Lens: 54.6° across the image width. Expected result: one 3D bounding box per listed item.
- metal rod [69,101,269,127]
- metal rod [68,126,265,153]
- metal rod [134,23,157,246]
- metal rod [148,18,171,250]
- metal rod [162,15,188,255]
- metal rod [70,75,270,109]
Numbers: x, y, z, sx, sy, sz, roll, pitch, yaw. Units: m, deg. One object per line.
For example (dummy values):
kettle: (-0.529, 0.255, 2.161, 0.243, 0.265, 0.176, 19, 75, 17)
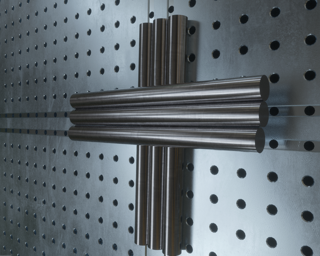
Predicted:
metal rod: (-0.016, -0.015, 0.391, 0.300, 0.025, 0.025, 1, 91, 40)
metal rod: (-0.019, 0.010, 0.393, 0.300, 0.025, 0.025, 1, 91, 40)
metal rod: (-0.019, 0.009, 0.426, 0.025, 0.025, 0.298, 2, 92, 40)
metal rod: (0.000, 0.009, 0.411, 0.025, 0.025, 0.298, 2, 92, 40)
metal rod: (0.019, 0.010, 0.395, 0.025, 0.025, 0.298, 2, 92, 40)
metal rod: (-0.016, -0.040, 0.391, 0.300, 0.025, 0.025, 1, 91, 40)
